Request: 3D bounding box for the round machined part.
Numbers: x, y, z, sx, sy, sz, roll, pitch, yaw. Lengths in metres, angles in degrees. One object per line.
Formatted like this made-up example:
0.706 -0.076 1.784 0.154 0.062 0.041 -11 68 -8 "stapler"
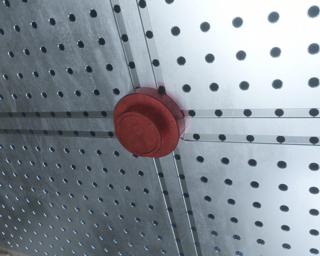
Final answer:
-0.020 -0.001 0.411 0.098 0.042 0.097 13 124 21 "round machined part"
